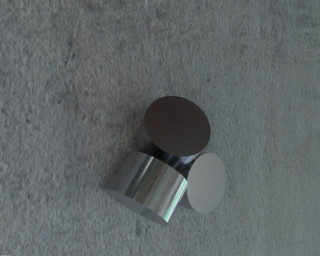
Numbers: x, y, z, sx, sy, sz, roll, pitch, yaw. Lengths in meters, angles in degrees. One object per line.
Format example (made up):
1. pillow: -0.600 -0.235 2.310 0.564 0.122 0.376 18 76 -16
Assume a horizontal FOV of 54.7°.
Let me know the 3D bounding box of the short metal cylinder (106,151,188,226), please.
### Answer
1. short metal cylinder: -0.015 0.070 0.359 0.080 0.080 0.050 45 63 -31

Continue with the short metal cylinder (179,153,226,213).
1. short metal cylinder: 0.047 0.072 0.429 0.081 0.050 0.079 -2 93 -41

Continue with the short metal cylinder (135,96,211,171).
1. short metal cylinder: 0.015 0.008 0.379 0.081 0.050 0.080 8 60 -14
